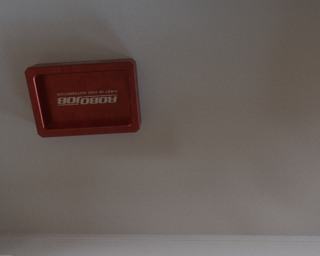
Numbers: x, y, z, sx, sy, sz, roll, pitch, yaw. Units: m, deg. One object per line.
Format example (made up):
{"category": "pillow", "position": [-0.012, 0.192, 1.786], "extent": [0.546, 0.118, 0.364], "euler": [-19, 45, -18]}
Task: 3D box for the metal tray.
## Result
{"category": "metal tray", "position": [-0.093, -0.038, 0.393], "extent": [0.131, 0.030, 0.089], "euler": [-3, 110, 1]}
